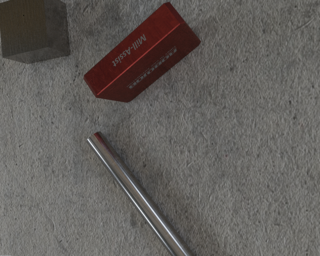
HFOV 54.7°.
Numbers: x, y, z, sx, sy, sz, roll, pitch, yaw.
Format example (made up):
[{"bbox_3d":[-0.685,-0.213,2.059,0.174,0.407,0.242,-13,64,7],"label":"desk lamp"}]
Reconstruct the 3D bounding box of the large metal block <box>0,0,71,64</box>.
[{"bbox_3d":[-0.186,-0.146,0.459,0.080,0.050,0.080,-6,88,19],"label":"large metal block"}]

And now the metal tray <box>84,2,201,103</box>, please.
[{"bbox_3d":[-0.018,-0.084,0.380,0.130,0.090,0.030,-37,78,16],"label":"metal tray"}]

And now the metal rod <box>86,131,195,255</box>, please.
[{"bbox_3d":[-0.001,0.126,0.408,0.025,0.025,0.300,-43,77,15],"label":"metal rod"}]
